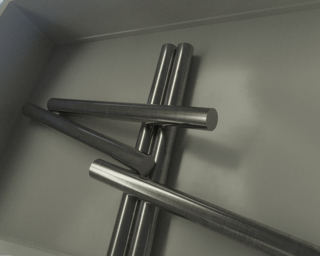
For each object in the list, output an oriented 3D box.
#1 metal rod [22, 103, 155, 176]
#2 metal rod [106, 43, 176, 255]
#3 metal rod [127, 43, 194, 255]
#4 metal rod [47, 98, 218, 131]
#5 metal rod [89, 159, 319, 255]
[{"bbox_3d":[-0.123,0.005,0.447,0.300,0.025,0.025,19,72,40],"label":"metal rod"},{"bbox_3d":[-0.016,0.013,0.401,0.025,0.025,0.300,-1,61,27],"label":"metal rod"},{"bbox_3d":[0.006,0.015,0.388,0.025,0.025,0.300,-1,61,27],"label":"metal rod"},{"bbox_3d":[-0.061,-0.023,0.423,0.300,0.025,0.025,7,65,38],"label":"metal rod"},{"bbox_3d":[0.051,0.087,0.301,0.300,0.025,0.025,17,70,28],"label":"metal rod"}]
